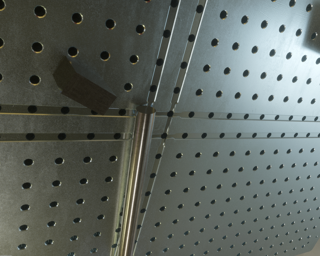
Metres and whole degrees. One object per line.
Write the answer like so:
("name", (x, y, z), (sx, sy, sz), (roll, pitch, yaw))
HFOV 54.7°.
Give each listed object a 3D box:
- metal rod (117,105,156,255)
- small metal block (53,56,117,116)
("metal rod", (-0.040, 0.107, 0.455), (0.025, 0.025, 0.298), (-5, 121, -26))
("small metal block", (-0.079, -0.044, 0.324), (0.050, 0.050, 0.025), (31, 101, -38))
